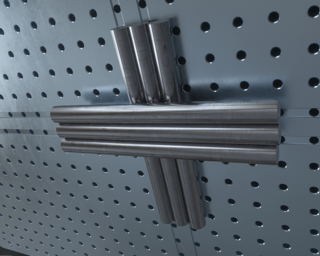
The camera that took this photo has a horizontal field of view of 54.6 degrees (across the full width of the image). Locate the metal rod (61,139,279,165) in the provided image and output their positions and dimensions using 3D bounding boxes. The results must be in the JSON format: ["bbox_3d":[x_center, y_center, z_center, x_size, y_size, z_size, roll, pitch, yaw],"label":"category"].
[{"bbox_3d":[-0.008,0.026,0.399,0.300,0.025,0.025,1,119,28],"label":"metal rod"}]

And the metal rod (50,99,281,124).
[{"bbox_3d":[-0.015,-0.018,0.376,0.300,0.025,0.025,1,119,28],"label":"metal rod"}]

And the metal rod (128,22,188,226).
[{"bbox_3d":[0.005,0.013,0.417,0.025,0.025,0.298,2,119,27],"label":"metal rod"}]

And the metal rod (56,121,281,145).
[{"bbox_3d":[-0.010,0.004,0.387,0.300,0.025,0.025,1,119,28],"label":"metal rod"}]

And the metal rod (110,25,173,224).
[{"bbox_3d":[-0.016,0.013,0.429,0.025,0.025,0.298,2,119,27],"label":"metal rod"}]

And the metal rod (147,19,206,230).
[{"bbox_3d":[0.028,0.014,0.406,0.025,0.025,0.298,2,119,27],"label":"metal rod"}]
